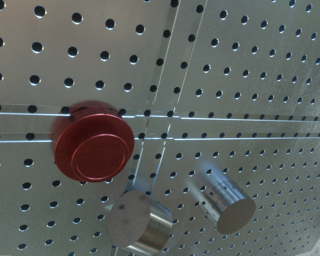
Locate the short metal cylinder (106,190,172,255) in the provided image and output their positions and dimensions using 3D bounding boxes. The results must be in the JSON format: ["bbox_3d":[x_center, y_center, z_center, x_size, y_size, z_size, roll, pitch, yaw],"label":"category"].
[{"bbox_3d":[-0.030,0.136,0.444,0.080,0.080,0.050,-47,129,4],"label":"short metal cylinder"}]

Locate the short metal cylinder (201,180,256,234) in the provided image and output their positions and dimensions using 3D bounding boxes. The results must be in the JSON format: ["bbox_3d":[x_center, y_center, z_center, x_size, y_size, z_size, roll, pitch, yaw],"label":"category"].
[{"bbox_3d":[0.120,0.140,0.547,0.081,0.050,0.079,-14,124,-21],"label":"short metal cylinder"}]

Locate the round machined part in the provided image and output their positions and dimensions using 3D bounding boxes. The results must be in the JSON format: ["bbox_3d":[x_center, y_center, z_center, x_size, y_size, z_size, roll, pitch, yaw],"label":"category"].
[{"bbox_3d":[-0.076,0.027,0.375,0.099,0.042,0.097,-14,124,-21],"label":"round machined part"}]
